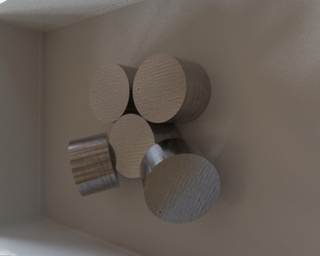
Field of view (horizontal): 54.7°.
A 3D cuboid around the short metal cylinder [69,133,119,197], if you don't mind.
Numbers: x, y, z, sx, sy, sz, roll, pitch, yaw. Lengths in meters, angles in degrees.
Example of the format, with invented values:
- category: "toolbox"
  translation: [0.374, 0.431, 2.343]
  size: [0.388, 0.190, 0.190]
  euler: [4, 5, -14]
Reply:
- category: "short metal cylinder"
  translation: [-0.091, 0.050, 0.434]
  size: [0.050, 0.080, 0.080]
  euler: [-14, 78, -6]

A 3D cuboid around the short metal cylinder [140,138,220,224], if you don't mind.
- category: "short metal cylinder"
  translation: [0.020, 0.057, 0.343]
  size: [0.050, 0.081, 0.079]
  euler: [-120, 44, -72]

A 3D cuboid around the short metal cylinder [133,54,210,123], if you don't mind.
- category: "short metal cylinder"
  translation: [0.013, -0.046, 0.376]
  size: [0.080, 0.050, 0.079]
  euler: [0, 90, 39]

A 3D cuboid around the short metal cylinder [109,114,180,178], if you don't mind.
- category: "short metal cylinder"
  translation: [-0.020, 0.022, 0.401]
  size: [0.080, 0.050, 0.079]
  euler: [0, 90, 39]

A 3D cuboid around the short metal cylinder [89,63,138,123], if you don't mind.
- category: "short metal cylinder"
  translation: [-0.053, -0.046, 0.428]
  size: [0.080, 0.050, 0.079]
  euler: [0, 90, 39]
